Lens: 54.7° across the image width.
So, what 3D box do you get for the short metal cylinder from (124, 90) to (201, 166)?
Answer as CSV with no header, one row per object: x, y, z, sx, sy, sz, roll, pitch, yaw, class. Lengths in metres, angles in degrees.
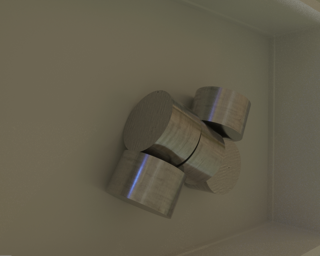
0.002,0.002,0.372,0.050,0.080,0.080,32,70,-36,short metal cylinder

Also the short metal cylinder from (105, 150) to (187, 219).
-0.016,0.065,0.358,0.080,0.080,0.050,36,68,-35,short metal cylinder

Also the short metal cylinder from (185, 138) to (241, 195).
0.073,0.053,0.452,0.081,0.050,0.079,0,90,-40,short metal cylinder

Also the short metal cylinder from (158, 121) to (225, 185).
0.036,0.027,0.402,0.050,0.080,0.080,34,69,-36,short metal cylinder

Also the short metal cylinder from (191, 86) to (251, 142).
0.083,-0.018,0.441,0.080,0.080,0.050,29,72,-37,short metal cylinder
